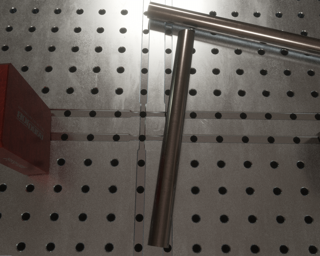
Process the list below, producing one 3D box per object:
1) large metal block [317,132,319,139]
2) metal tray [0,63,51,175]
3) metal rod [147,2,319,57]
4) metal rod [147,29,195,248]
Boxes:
[{"bbox_3d":[0.251,0.024,0.377,0.050,0.080,0.080,-14,71,-5],"label":"large metal block"},{"bbox_3d":[-0.162,-0.003,0.355,0.030,0.130,0.090,-4,70,-2],"label":"metal tray"},{"bbox_3d":[0.129,-0.145,0.466,0.302,0.025,0.025,14,71,4],"label":"metal rod"},{"bbox_3d":[0.019,-0.001,0.412,0.025,0.025,0.299,8,70,2],"label":"metal rod"}]
